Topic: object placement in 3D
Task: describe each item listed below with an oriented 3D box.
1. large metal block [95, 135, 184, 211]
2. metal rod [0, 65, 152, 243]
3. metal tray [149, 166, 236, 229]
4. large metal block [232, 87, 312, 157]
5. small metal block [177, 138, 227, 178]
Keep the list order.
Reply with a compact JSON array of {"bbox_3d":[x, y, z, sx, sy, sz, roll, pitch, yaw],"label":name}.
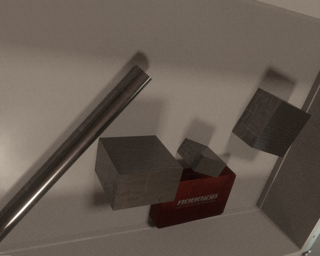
[{"bbox_3d":[-0.030,0.052,0.390,0.081,0.080,0.050,-2,119,-28],"label":"large metal block"},{"bbox_3d":[-0.121,0.043,0.370,0.300,0.025,0.025,-47,130,4],"label":"metal rod"},{"bbox_3d":[0.054,0.109,0.505,0.131,0.030,0.089,-3,120,-27],"label":"metal tray"},{"bbox_3d":[0.174,-0.007,0.486,0.081,0.050,0.080,16,110,-35],"label":"large metal block"},{"bbox_3d":[0.061,0.044,0.455,0.050,0.050,0.025,21,107,-37],"label":"small metal block"}]
